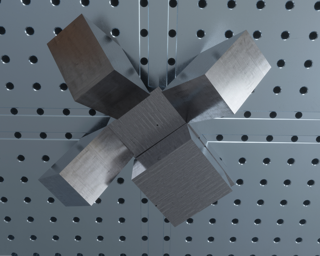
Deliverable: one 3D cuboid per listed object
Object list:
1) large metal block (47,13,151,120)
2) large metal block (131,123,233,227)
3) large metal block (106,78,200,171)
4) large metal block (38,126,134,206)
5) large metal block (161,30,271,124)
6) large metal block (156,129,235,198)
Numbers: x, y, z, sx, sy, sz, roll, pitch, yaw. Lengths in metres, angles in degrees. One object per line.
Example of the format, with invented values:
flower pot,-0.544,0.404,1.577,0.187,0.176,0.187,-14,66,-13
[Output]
large metal block,-0.065,-0.064,0.344,0.050,0.080,0.080,-36,67,12
large metal block,0.025,0.055,0.366,0.080,0.050,0.080,-36,107,11
large metal block,-0.008,-0.004,0.398,0.080,0.050,0.080,-36,106,12
large metal block,-0.093,0.049,0.385,0.050,0.080,0.080,51,144,-15
large metal block,0.062,-0.054,0.348,0.050,0.080,0.080,50,63,-16
large metal block,0.041,0.057,0.420,0.080,0.050,0.080,-35,105,11
